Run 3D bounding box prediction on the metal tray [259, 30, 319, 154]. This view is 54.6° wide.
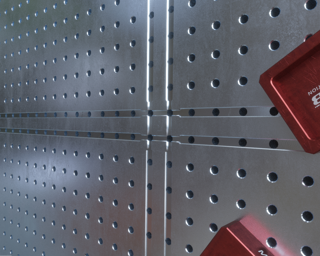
[{"bbox_3d":[0.166,-0.047,0.269,0.129,0.030,0.090,-40,66,33],"label":"metal tray"}]

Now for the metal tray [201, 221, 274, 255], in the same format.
[{"bbox_3d":[0.098,0.177,0.326,0.130,0.030,0.090,43,116,31],"label":"metal tray"}]
